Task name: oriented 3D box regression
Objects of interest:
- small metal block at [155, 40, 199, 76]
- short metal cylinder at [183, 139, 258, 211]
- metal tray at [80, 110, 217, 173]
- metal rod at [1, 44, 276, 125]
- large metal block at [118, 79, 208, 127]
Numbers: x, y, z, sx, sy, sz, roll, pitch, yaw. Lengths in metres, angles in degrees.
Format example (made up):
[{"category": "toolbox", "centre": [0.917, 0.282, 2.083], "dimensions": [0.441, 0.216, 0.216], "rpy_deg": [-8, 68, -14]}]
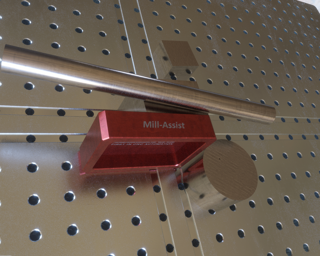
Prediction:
[{"category": "small metal block", "centre": [0.027, -0.111, 0.492], "dimensions": [0.050, 0.025, 0.050], "rpy_deg": [-8, 66, -32]}, {"category": "short metal cylinder", "centre": [0.077, 0.061, 0.398], "dimensions": [0.081, 0.050, 0.080], "rpy_deg": [14, 56, -21]}, {"category": "metal tray", "centre": [-0.015, 0.018, 0.348], "dimensions": [0.131, 0.090, 0.030], "rpy_deg": [1, 62, -28]}, {"category": "metal rod", "centre": [0.001, -0.038, 0.330], "dimensions": [0.302, 0.025, 0.025], "rpy_deg": [9, 58, -24]}, {"category": "large metal block", "centre": [-0.001, -0.016, 0.384], "dimensions": [0.081, 0.080, 0.050], "rpy_deg": [-1, 63, -29]}]
